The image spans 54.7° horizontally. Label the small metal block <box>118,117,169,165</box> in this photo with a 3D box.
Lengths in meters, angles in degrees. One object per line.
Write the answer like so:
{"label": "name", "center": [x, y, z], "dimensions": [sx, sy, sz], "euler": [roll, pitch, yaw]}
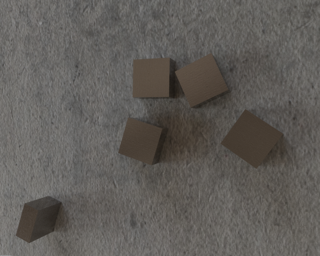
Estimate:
{"label": "small metal block", "center": [-0.022, 0.017, 0.416], "dimensions": [0.050, 0.025, 0.050], "euler": [18, 96, 18]}

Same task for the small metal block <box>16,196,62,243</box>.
{"label": "small metal block", "center": [-0.178, 0.133, 0.457], "dimensions": [0.025, 0.050, 0.050], "euler": [20, 97, 18]}

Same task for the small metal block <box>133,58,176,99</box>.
{"label": "small metal block", "center": [-0.008, -0.065, 0.411], "dimensions": [0.050, 0.025, 0.050], "euler": [1, 90, 19]}

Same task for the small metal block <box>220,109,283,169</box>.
{"label": "small metal block", "center": [0.110, 0.012, 0.370], "dimensions": [0.050, 0.025, 0.050], "euler": [37, 101, 16]}

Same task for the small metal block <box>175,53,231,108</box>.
{"label": "small metal block", "center": [0.054, -0.058, 0.389], "dimensions": [0.050, 0.025, 0.050], "euler": [-25, 82, 18]}
